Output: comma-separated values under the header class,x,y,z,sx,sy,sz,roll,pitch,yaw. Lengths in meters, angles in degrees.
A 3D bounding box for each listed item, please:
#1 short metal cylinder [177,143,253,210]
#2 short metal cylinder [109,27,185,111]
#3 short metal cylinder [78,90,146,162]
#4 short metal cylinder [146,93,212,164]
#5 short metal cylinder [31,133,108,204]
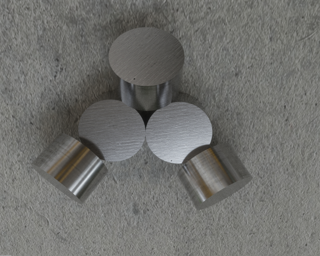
class,x,y,z,sx,sy,sz,roll,pitch,yaw
short metal cylinder,0.070,0.063,0.399,0.080,0.080,0.050,-35,65,12
short metal cylinder,-0.015,-0.066,0.351,0.081,0.080,0.050,2,153,-1
short metal cylinder,-0.058,-0.004,0.395,0.081,0.050,0.079,0,110,0
short metal cylinder,0.023,-0.001,0.397,0.081,0.050,0.079,0,110,0
short metal cylinder,-0.114,0.052,0.393,0.080,0.080,0.050,44,64,-15
